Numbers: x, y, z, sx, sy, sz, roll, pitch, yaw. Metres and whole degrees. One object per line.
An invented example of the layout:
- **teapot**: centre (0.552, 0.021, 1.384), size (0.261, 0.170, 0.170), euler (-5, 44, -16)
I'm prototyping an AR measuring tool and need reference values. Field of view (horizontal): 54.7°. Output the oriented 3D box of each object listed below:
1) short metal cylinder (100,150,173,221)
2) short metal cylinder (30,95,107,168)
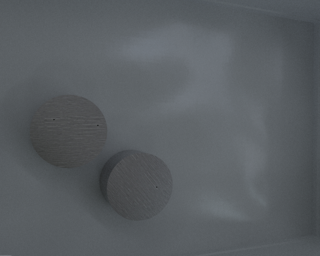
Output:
- **short metal cylinder**: centre (-0.031, 0.069, 0.387), size (0.081, 0.050, 0.079), euler (0, 90, -21)
- **short metal cylinder**: centre (-0.106, 0.004, 0.359), size (0.081, 0.050, 0.079), euler (0, 90, -21)
